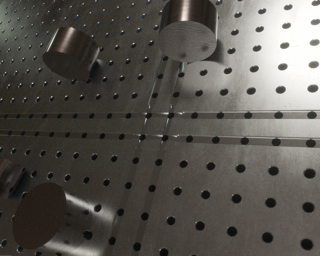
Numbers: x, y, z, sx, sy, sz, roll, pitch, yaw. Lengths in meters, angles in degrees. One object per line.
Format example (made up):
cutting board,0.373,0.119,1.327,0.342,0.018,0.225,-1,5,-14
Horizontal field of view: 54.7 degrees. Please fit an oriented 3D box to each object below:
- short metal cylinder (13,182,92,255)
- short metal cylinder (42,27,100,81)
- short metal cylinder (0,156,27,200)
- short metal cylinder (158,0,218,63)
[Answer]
short metal cylinder,-0.135,0.115,0.390,0.080,0.050,0.080,-13,56,20
short metal cylinder,-0.149,-0.123,0.525,0.080,0.080,0.050,2,63,29
short metal cylinder,-0.250,0.067,0.460,0.080,0.080,0.050,10,67,32
short metal cylinder,0.040,-0.138,0.435,0.080,0.080,0.050,-6,59,24
